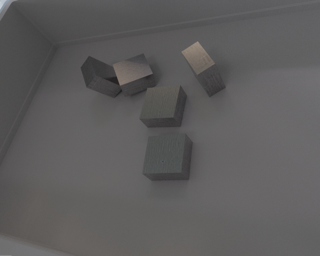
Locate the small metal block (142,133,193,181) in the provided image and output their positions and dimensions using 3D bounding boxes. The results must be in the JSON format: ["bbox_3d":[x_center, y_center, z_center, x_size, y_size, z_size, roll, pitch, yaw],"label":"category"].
[{"bbox_3d":[0.010,0.036,0.378,0.050,0.025,0.050,-6,59,25],"label":"small metal block"}]

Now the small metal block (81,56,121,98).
[{"bbox_3d":[-0.091,-0.079,0.483,0.025,0.050,0.050,-46,47,25],"label":"small metal block"}]

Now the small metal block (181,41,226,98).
[{"bbox_3d":[0.057,-0.076,0.406,0.025,0.050,0.050,-32,52,8],"label":"small metal block"}]

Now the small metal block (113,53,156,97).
[{"bbox_3d":[-0.039,-0.080,0.468,0.050,0.025,0.050,-21,52,-3],"label":"small metal block"}]

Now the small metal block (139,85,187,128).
[{"bbox_3d":[0.005,-0.029,0.421,0.050,0.025,0.050,-1,61,27],"label":"small metal block"}]
